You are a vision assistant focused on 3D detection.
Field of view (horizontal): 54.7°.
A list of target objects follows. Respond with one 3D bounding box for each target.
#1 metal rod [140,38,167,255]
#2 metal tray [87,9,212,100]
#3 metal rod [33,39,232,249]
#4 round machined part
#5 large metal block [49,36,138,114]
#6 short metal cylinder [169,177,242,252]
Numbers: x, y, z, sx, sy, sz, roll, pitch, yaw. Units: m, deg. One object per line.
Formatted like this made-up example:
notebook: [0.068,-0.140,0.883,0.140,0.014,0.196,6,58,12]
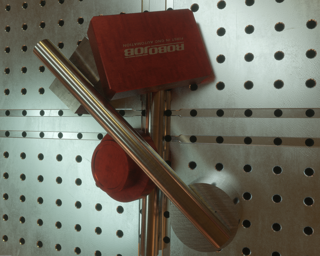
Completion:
metal rod: [-0.008,0.020,0.414,0.025,0.025,0.298,3,91,19]
metal tray: [-0.011,-0.090,0.371,0.131,0.030,0.090,-14,83,-23]
metal rod: [-0.035,0.013,0.349,0.300,0.025,0.025,46,104,5]
round machined part: [-0.052,0.049,0.404,0.098,0.042,0.097,0,90,37]
large metal block: [-0.084,-0.064,0.413,0.050,0.080,0.080,43,103,14]
short metal cylinder: [0.058,0.103,0.379,0.080,0.050,0.079,0,90,19]
